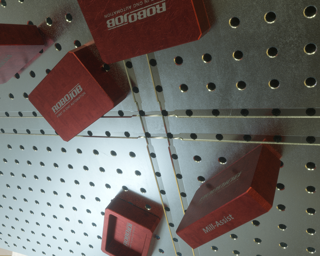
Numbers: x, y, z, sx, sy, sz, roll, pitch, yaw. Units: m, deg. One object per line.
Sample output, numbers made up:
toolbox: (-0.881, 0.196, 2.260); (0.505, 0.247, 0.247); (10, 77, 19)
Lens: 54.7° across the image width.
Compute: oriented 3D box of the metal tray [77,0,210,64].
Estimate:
metal tray: (-0.021, -0.129, 0.338); (0.130, 0.030, 0.090); (-7, 115, 31)

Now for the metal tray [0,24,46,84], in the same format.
metal tray: (-0.233, -0.096, 0.426); (0.130, 0.091, 0.030); (-24, 89, 36)

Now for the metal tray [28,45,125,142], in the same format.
metal tray: (-0.122, -0.044, 0.443); (0.130, 0.030, 0.090); (-31, 102, 37)

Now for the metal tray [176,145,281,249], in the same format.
metal tray: (0.082, 0.085, 0.377); (0.030, 0.090, 0.129); (43, 129, -2)

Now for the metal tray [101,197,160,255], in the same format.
metal tray: (-0.056, 0.193, 0.554); (0.090, 0.030, 0.129); (22, 127, 14)
